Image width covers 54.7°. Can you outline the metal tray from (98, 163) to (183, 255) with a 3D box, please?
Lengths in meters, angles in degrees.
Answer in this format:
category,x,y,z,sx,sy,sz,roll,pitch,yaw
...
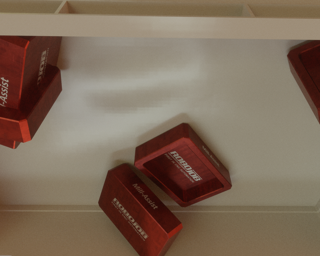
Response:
category,x,y,z,sx,sy,sz,roll,pitch,yaw
metal tray,-0.034,0.127,0.458,0.030,0.130,0.089,-23,146,-43

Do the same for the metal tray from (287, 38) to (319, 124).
category,x,y,z,sx,sy,sz,roll,pitch,yaw
metal tray,0.209,-0.065,0.309,0.130,0.090,0.030,-22,140,17

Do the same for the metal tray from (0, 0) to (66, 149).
category,x,y,z,sx,sy,sz,roll,pitch,yaw
metal tray,-0.137,-0.053,0.317,0.030,0.090,0.129,21,127,-7

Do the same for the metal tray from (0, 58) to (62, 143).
category,x,y,z,sx,sy,sz,roll,pitch,yaw
metal tray,-0.180,-0.039,0.318,0.131,0.090,0.030,12,135,-1

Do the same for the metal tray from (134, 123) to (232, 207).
category,x,y,z,sx,sy,sz,roll,pitch,yaw
metal tray,0.036,0.060,0.456,0.090,0.030,0.130,-29,125,22
